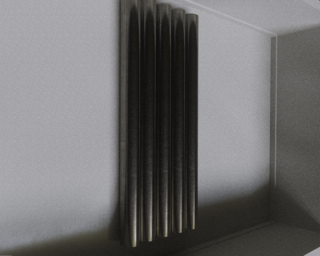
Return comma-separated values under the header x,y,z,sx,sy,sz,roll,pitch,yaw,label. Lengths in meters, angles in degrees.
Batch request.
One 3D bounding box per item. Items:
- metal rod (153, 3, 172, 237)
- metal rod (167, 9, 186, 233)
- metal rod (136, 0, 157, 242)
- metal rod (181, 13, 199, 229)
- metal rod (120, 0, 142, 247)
x,y,z,sx,sy,sz,roll,pitch,yaw,label
0.003,-0.010,0.407,0.025,0.025,0.298,0,90,-40,metal rod
0.022,-0.010,0.423,0.025,0.025,0.298,0,90,-40,metal rod
-0.017,-0.010,0.390,0.025,0.025,0.298,0,90,-40,metal rod
0.042,-0.009,0.440,0.025,0.025,0.298,0,90,-40,metal rod
-0.035,-0.009,0.375,0.025,0.025,0.298,0,90,-40,metal rod
